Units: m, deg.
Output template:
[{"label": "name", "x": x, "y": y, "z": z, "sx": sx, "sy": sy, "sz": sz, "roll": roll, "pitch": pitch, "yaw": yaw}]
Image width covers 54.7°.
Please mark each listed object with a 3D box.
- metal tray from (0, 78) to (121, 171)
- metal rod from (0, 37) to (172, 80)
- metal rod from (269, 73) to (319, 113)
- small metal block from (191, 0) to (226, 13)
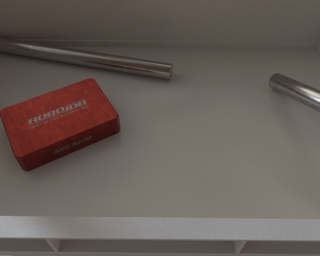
[{"label": "metal tray", "x": -0.130, "y": -0.009, "z": 0.408, "sx": 0.131, "sy": 0.030, "sz": 0.090, "roll": -24, "pitch": 54, "yaw": -20}, {"label": "metal rod", "x": -0.130, "y": -0.114, "z": 0.498, "sx": 0.301, "sy": 0.025, "sz": 0.025, "roll": 10, "pitch": 51, "yaw": 8}, {"label": "metal rod", "x": 0.221, "y": -0.009, "z": 0.341, "sx": 0.025, "sy": 0.025, "sz": 0.300, "roll": -15, "pitch": 29, "yaw": -12}, {"label": "small metal block", "x": 0.098, "y": -0.264, "z": 0.631, "sx": 0.050, "sy": 0.025, "sz": 0.050, "roll": -19, "pitch": 53, "yaw": -16}]
